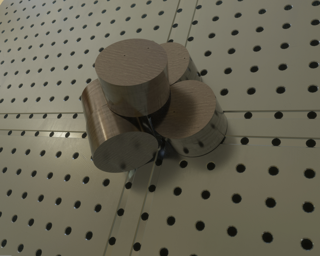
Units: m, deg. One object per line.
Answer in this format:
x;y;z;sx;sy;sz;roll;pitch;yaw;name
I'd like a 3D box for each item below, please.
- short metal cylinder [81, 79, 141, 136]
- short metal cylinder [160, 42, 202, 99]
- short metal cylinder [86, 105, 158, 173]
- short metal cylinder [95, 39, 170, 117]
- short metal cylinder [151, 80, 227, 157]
-0.062;-0.025;0.419;0.080;0.080;0.050;-30;52;9;short metal cylinder
0.011;-0.071;0.427;0.080;0.050;0.080;-13;56;20;short metal cylinder
-0.048;0.013;0.389;0.080;0.080;0.050;-30;52;9;short metal cylinder
-0.030;-0.059;0.360;0.080;0.050;0.080;-2;51;3;short metal cylinder
0.036;-0.011;0.378;0.080;0.050;0.080;-13;56;20;short metal cylinder
